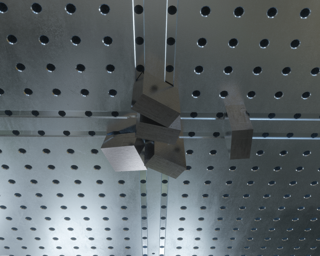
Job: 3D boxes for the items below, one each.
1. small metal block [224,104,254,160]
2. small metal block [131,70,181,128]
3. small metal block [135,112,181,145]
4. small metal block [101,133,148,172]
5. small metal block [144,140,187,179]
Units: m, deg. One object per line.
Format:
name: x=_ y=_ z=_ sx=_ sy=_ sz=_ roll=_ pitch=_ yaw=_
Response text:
small metal block: x=0.100 y=0.005 z=0.401 sx=0.025 sy=0.050 sz=0.050 roll=-4 pitch=130 yaw=3
small metal block: x=-0.005 y=-0.035 z=0.366 sx=0.050 sy=0.050 sz=0.025 roll=27 pitch=125 yaw=-21
small metal block: x=-0.003 y=-0.009 z=0.388 sx=0.050 sy=0.050 sz=0.025 roll=12 pitch=129 yaw=-10
small metal block: x=-0.047 y=0.035 z=0.434 sx=0.050 sy=0.025 sz=0.050 roll=-6 pitch=131 yaw=21
small metal block: x=0.007 y=0.035 z=0.426 sx=0.050 sy=0.050 sz=0.025 roll=26 pitch=125 yaw=-21
